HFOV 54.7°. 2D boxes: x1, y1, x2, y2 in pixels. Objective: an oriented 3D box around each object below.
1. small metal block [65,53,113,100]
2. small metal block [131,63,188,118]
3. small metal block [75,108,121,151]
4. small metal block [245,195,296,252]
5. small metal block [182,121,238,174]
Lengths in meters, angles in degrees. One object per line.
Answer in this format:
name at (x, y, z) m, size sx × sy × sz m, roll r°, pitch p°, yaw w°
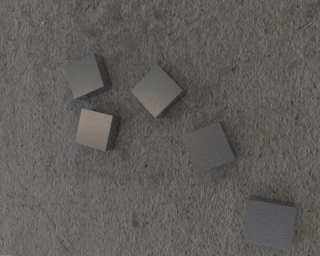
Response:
small metal block at (-0.102, -0.073, 0.445) m, size 0.050 × 0.025 × 0.050 m, roll -20°, pitch 83°, yaw 19°
small metal block at (-0.001, -0.048, 0.409) m, size 0.050 × 0.025 × 0.050 m, roll -45°, pitch 76°, yaw 14°
small metal block at (-0.088, 0.002, 0.440) m, size 0.050 × 0.025 × 0.050 m, roll 14°, pitch 95°, yaw 19°
small metal block at (0.129, 0.110, 0.363) m, size 0.050 × 0.025 × 0.050 m, roll 7°, pitch 92°, yaw 19°
small metal block at (0.062, 0.024, 0.387) m, size 0.050 × 0.025 × 0.050 m, roll -24°, pitch 82°, yaw 18°
